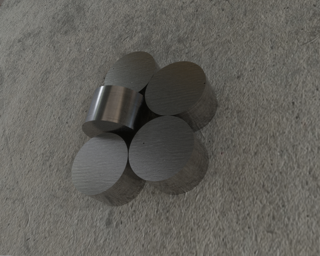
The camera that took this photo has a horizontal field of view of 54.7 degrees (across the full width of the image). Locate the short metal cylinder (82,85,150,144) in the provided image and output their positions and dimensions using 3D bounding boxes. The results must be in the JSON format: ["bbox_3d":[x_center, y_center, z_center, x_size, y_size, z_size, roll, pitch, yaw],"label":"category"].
[{"bbox_3d":[-0.056,-0.012,0.407,0.080,0.080,0.050,-3,61,27],"label":"short metal cylinder"}]

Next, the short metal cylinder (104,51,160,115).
[{"bbox_3d":[-0.032,-0.062,0.444,0.080,0.050,0.080,-14,56,21],"label":"short metal cylinder"}]

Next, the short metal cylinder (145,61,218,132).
[{"bbox_3d":[0.028,-0.038,0.397,0.080,0.050,0.080,-13,57,21],"label":"short metal cylinder"}]

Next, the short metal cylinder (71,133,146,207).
[{"bbox_3d":[-0.062,0.053,0.390,0.080,0.050,0.080,-14,56,21],"label":"short metal cylinder"}]

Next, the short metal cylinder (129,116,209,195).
[{"bbox_3d":[0.011,0.032,0.363,0.080,0.050,0.080,-14,56,22],"label":"short metal cylinder"}]
